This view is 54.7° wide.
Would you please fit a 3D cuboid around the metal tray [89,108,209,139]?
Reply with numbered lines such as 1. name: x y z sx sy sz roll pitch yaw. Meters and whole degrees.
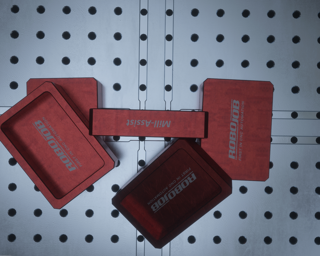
1. metal tray: -0.012 -0.005 0.380 0.131 0.090 0.030 2 90 -1

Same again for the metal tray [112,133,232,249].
1. metal tray: 0.014 0.081 0.392 0.130 0.030 0.090 -43 91 17

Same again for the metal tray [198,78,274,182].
1. metal tray: 0.098 0.002 0.411 0.091 0.030 0.129 3 90 -1

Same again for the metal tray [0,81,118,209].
1. metal tray: -0.126 0.020 0.377 0.090 0.030 0.130 -38 91 -1

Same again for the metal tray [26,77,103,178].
1. metal tray: -0.124 0.000 0.409 0.091 0.030 0.129 -1 91 0
